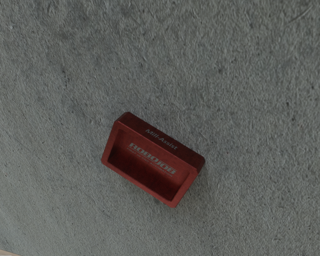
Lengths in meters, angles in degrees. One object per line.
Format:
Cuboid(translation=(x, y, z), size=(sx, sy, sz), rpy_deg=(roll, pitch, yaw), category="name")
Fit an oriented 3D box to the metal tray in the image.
Cuboid(translation=(-0.013, 0.046, 0.439), size=(0.130, 0.030, 0.089), rpy_deg=(31, 128, 7), category="metal tray")
